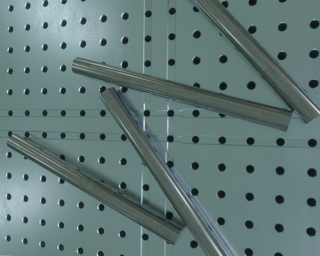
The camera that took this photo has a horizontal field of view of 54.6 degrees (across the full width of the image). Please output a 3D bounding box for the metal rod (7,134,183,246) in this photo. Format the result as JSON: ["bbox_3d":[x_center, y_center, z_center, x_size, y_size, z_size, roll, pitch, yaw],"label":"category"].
[{"bbox_3d":[-0.105,0.081,0.450,0.300,0.025,0.025,25,98,18],"label":"metal rod"}]

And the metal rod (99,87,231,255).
[{"bbox_3d":[0.010,0.070,0.409,0.025,0.025,0.299,-39,78,16],"label":"metal rod"}]

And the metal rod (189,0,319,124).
[{"bbox_3d":[0.084,-0.126,0.383,0.025,0.025,0.300,-42,77,15],"label":"metal rod"}]

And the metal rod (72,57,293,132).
[{"bbox_3d":[0.014,-0.050,0.407,0.301,0.025,0.025,17,96,19],"label":"metal rod"}]
